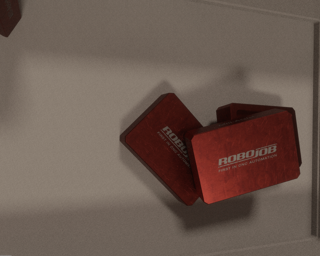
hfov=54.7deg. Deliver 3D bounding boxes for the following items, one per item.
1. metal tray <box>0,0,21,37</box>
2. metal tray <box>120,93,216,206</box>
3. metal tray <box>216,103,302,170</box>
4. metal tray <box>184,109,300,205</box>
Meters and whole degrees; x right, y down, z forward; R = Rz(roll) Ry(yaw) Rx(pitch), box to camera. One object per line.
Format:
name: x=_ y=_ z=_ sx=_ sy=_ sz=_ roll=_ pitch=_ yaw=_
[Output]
metal tray: x=-0.183 y=-0.138 z=0.287 sx=0.090 sy=0.130 sz=0.030 roll=32 pitch=79 yaw=-18
metal tray: x=0.022 y=0.029 z=0.417 sx=0.090 sy=0.030 sz=0.130 roll=-46 pitch=105 yaw=-14
metal tray: x=0.144 y=0.014 z=0.443 sx=0.131 sy=0.030 sz=0.090 roll=1 pitch=80 yaw=-30
metal tray: x=0.105 y=0.034 z=0.391 sx=0.131 sy=0.030 sz=0.089 roll=-14 pitch=101 yaw=-7
